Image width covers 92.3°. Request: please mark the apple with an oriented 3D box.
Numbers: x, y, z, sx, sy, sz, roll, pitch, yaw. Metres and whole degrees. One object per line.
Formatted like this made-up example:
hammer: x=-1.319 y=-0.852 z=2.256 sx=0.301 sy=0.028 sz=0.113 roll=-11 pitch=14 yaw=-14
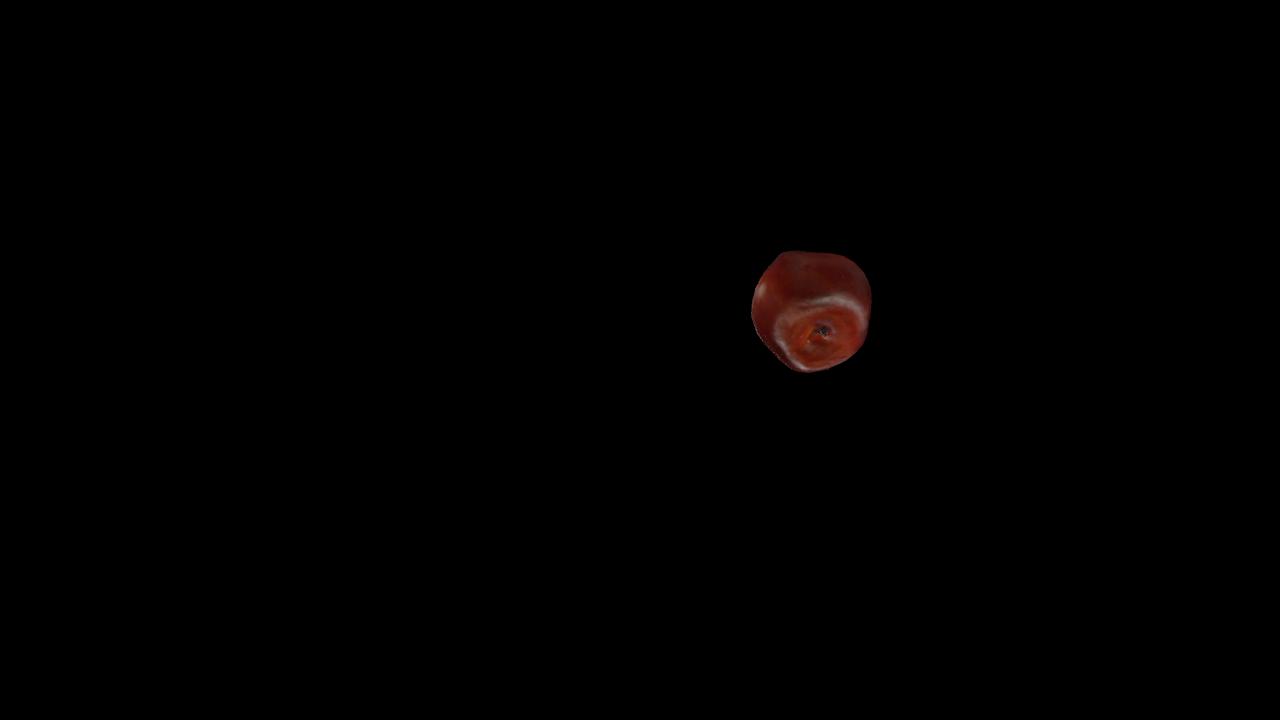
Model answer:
apple: x=0.114 y=-0.037 z=0.414 sx=0.079 sy=0.079 sz=0.093 roll=0 pitch=30 yaw=1
